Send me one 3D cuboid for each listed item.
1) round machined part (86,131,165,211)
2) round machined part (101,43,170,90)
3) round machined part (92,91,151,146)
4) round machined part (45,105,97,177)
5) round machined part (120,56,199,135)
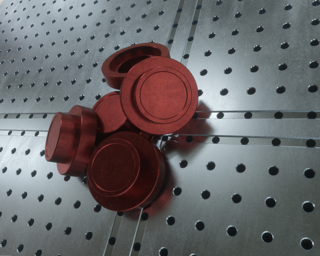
[{"bbox_3d":[-0.047,0.050,0.374,0.098,0.042,0.098,-6,71,20],"label":"round machined part"},{"bbox_3d":[-0.031,-0.082,0.447,0.098,0.042,0.098,-10,38,8],"label":"round machined part"},{"bbox_3d":[-0.059,-0.013,0.433,0.098,0.042,0.098,-13,56,20],"label":"round machined part"},{"bbox_3d":[-0.125,0.015,0.421,0.098,0.042,0.098,-29,54,50],"label":"round machined part"},{"bbox_3d":[0.001,-0.040,0.382,0.098,0.098,0.042,-47,10,-5],"label":"round machined part"}]
